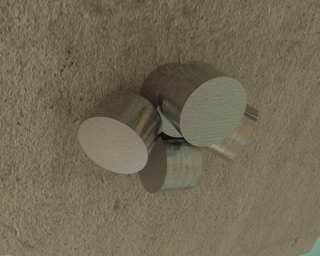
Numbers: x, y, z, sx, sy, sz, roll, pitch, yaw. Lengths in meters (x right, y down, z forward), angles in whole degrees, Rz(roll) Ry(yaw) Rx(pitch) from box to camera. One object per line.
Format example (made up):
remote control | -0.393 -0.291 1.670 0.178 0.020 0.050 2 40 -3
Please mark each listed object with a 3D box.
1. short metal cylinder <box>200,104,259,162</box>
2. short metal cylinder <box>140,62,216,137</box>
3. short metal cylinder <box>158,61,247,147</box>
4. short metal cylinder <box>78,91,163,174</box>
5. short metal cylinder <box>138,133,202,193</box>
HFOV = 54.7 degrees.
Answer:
short metal cylinder | 0.087 -0.002 0.414 0.050 0.080 0.080 29 106 2
short metal cylinder | 0.022 -0.035 0.384 0.081 0.050 0.079 -14 125 -21
short metal cylinder | 0.045 -0.027 0.336 0.081 0.050 0.079 -14 125 -21
short metal cylinder | -0.043 0.005 0.347 0.080 0.050 0.079 12 131 14
short metal cylinder | 0.010 0.043 0.405 0.050 0.080 0.079 2 118 -30
